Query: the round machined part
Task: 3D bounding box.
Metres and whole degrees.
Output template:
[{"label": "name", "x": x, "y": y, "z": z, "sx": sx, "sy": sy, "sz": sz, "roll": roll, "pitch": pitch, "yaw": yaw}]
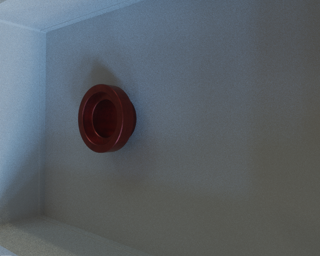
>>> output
[{"label": "round machined part", "x": -0.073, "y": -0.014, "z": 0.454, "sx": 0.098, "sy": 0.042, "sz": 0.097, "roll": 0, "pitch": 90, "yaw": 39}]
